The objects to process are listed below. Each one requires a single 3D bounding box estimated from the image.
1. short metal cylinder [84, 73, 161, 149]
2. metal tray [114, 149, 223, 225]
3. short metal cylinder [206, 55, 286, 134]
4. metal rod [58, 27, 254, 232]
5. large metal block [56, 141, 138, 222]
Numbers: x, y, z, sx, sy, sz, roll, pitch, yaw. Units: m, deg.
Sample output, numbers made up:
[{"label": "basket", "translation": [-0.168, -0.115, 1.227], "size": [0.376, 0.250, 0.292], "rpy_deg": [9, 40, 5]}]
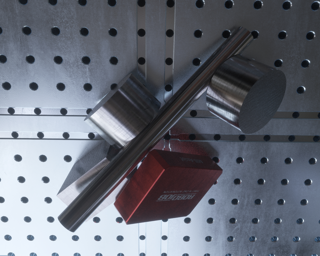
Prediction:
[{"label": "short metal cylinder", "translation": [-0.045, -0.020, 0.376], "size": [0.080, 0.080, 0.050], "rpy_deg": [-41, 105, 13]}, {"label": "metal tray", "translation": [0.016, 0.076, 0.396], "size": [0.131, 0.030, 0.090], "rpy_deg": [13, 117, -50]}, {"label": "short metal cylinder", "translation": [0.102, -0.040, 0.366], "size": [0.081, 0.050, 0.079], "rpy_deg": [-24, 132, -29]}, {"label": "metal rod", "translation": [0.001, -0.004, 0.355], "size": [0.025, 0.025, 0.300], "rpy_deg": [45, 82, -15]}, {"label": "large metal block", "translation": [-0.077, 0.061, 0.405], "size": [0.080, 0.080, 0.050], "rpy_deg": [-38, 106, 12]}]
